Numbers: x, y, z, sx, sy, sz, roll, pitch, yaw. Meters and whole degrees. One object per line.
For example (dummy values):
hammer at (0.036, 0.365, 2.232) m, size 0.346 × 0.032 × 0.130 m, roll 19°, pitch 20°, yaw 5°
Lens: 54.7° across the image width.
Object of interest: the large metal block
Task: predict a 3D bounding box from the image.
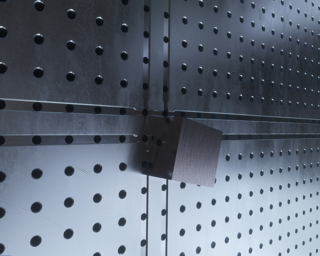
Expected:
large metal block at (0.035, 0.034, 0.425) m, size 0.080 × 0.050 × 0.080 m, roll 18°, pitch 79°, yaw -39°
